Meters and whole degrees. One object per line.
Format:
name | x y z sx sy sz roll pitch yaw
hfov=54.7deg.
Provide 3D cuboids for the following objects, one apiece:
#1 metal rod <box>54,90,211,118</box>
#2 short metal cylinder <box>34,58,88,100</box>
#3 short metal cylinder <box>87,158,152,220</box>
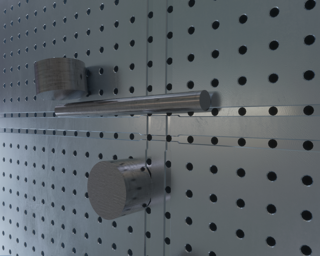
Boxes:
metal rod | -0.062 -0.032 0.460 0.300 0.025 0.025 0 90 40
short metal cylinder | -0.161 -0.078 0.506 0.080 0.081 0.050 -11 83 39
short metal cylinder | -0.058 0.085 0.441 0.080 0.050 0.079 0 90 40
